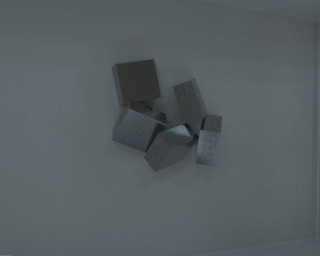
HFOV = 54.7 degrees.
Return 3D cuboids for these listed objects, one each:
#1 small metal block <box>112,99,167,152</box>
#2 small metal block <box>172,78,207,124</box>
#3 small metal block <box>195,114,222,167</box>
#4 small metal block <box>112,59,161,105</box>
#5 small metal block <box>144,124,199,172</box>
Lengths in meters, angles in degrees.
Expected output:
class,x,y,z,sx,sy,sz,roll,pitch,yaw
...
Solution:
class,x,y,z,sx,sy,sz,roll,pitch,yaw
small metal block,-0.026,-0.002,0.389,0.050,0.025,0.050,22,119,-19
small metal block,0.041,-0.037,0.411,0.025,0.050,0.050,-19,98,15
small metal block,0.065,0.015,0.411,0.025,0.050,0.050,9,117,9
small metal block,-0.031,-0.059,0.400,0.050,0.025,0.050,-12,94,-20
small metal block,0.014,0.025,0.394,0.050,0.050,0.025,-19,61,-40
